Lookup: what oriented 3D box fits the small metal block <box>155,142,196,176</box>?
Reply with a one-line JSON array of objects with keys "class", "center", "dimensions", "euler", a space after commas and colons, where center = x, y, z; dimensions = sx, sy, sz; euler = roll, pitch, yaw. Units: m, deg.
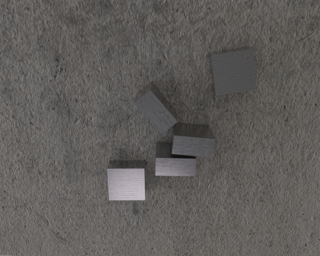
[{"class": "small metal block", "center": [0.020, 0.041, 0.411], "dimensions": [0.050, 0.050, 0.025], "euler": [1, 110, -1]}]

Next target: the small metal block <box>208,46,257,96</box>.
[{"class": "small metal block", "center": [0.090, -0.071, 0.384], "dimensions": [0.050, 0.025, 0.050], "euler": [-9, 110, 3]}]

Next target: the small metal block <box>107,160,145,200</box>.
[{"class": "small metal block", "center": [-0.046, 0.074, 0.436], "dimensions": [0.050, 0.025, 0.050], "euler": [0, 110, 0]}]

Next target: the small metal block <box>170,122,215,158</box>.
[{"class": "small metal block", "center": [0.041, 0.014, 0.402], "dimensions": [0.050, 0.050, 0.025], "euler": [5, 110, -2]}]

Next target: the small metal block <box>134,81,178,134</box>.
[{"class": "small metal block", "center": [-0.004, -0.027, 0.386], "dimensions": [0.025, 0.050, 0.050], "euler": [-38, 106, 13]}]
